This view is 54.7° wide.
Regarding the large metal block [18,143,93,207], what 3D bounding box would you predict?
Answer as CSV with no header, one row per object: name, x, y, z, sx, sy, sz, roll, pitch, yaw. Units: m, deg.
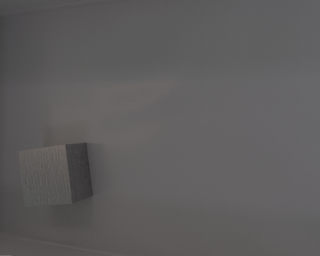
large metal block,-0.151,0.067,0.450,0.080,0.050,0.080,-8,87,19
